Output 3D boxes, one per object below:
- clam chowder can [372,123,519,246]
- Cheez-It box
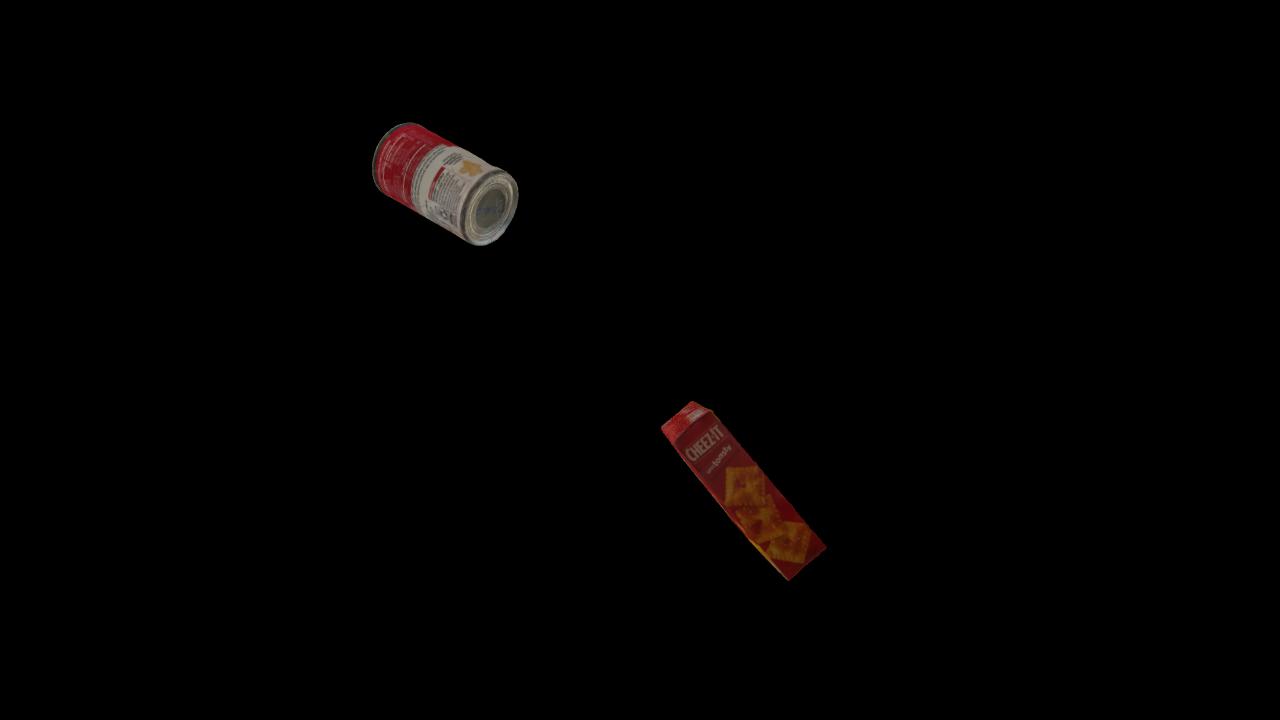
[{"bbox_3d":[-0.162,-0.147,0.516,0.102,0.068,0.068,31,10,16],"label":"clam chowder can"},{"bbox_3d":[0.125,0.161,0.807,0.071,0.223,0.166,-40,2,-3],"label":"Cheez-It box"}]
